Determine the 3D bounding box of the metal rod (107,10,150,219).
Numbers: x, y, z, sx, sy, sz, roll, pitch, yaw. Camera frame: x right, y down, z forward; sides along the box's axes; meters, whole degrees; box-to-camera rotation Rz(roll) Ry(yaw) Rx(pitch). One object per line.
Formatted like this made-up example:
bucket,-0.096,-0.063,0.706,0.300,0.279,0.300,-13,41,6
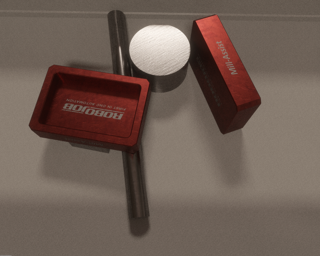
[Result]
metal rod,-0.046,-0.032,0.420,0.025,0.025,0.299,-8,70,-3

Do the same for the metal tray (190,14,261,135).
metal tray,0.077,-0.066,0.400,0.030,0.090,0.130,-19,71,-7

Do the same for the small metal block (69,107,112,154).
small metal block,-0.087,0.002,0.408,0.050,0.025,0.050,11,70,3

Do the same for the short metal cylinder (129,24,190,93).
short metal cylinder,0.000,-0.096,0.431,0.081,0.050,0.080,0,70,0

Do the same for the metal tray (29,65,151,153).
metal tray,-0.083,-0.025,0.387,0.131,0.030,0.090,9,70,4
